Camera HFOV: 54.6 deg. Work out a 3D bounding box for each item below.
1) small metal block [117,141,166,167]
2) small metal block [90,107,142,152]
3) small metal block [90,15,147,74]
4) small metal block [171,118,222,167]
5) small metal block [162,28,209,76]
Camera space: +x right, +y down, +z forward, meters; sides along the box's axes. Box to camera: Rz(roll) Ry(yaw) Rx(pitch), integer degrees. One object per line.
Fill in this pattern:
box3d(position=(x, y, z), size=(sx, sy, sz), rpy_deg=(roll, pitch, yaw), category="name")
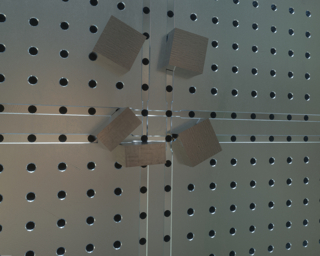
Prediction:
box3d(position=(-0.025, 0.032, 0.390), size=(0.050, 0.050, 0.025), rpy_deg=(-3, 91, -20), category="small metal block")
box3d(position=(-0.055, 0.001, 0.379), size=(0.050, 0.050, 0.025), rpy_deg=(-44, 104, -15), category="small metal block")
box3d(position=(-0.053, -0.104, 0.393), size=(0.050, 0.025, 0.050), rpy_deg=(28, 81, -18), category="small metal block")
box3d(position=(0.051, 0.019, 0.431), size=(0.050, 0.025, 0.050), rpy_deg=(-27, 99, -18), category="small metal block")
box3d(position=(0.035, -0.103, 0.425), size=(0.050, 0.025, 0.050), rpy_deg=(11, 86, -20), category="small metal block")
